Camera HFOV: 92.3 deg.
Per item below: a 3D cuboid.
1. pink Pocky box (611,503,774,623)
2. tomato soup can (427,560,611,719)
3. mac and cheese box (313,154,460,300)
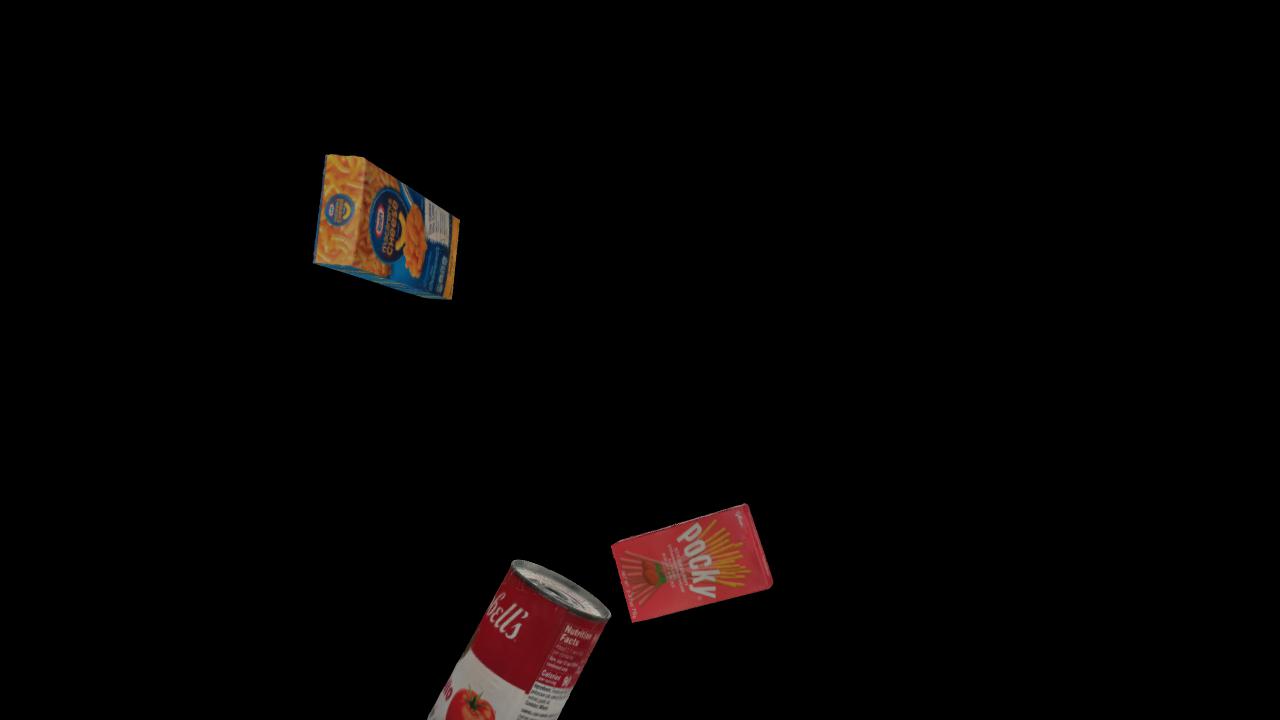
[{"bbox_3d":[0.051,0.211,0.638,0.155,0.084,0.029,-21,-14,17],"label":"pink Pocky box"},{"bbox_3d":[-0.069,0.178,0.355,0.068,0.101,0.068,27,-10,5],"label":"tomato soup can"},{"bbox_3d":[-0.231,-0.116,0.586,0.041,0.093,0.184,7,-1,8],"label":"mac and cheese box"}]
